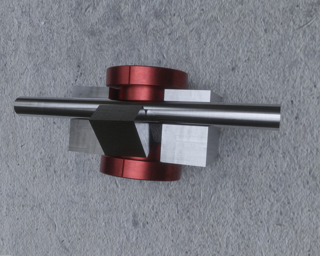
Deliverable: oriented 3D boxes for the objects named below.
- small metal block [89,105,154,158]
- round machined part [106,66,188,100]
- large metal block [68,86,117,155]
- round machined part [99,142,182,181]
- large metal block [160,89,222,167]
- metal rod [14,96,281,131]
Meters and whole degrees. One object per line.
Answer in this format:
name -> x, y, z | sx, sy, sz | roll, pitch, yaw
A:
small metal block -> -0.039, 0.003, 0.324 | 0.050, 0.025, 0.050 | 2, 131, 21
round machined part -> -0.016, -0.047, 0.377 | 0.098, 0.098, 0.042 | 4, 92, 20
large metal block -> -0.072, -0.010, 0.406 | 0.050, 0.080, 0.079 | 5, 92, 20
round machined part -> -0.022, 0.036, 0.379 | 0.098, 0.098, 0.042 | 5, 87, 20
large metal block -> 0.040, -0.001, 0.367 | 0.050, 0.080, 0.079 | 4, 92, 20
metal rod -> -0.031, -0.018, 0.336 | 0.301, 0.025, 0.025 | 4, 91, 20
